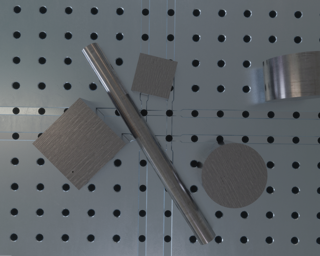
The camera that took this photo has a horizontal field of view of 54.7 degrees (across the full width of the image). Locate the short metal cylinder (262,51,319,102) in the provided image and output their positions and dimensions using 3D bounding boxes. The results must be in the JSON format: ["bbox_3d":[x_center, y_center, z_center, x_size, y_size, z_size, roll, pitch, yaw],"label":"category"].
[{"bbox_3d":[0.172,-0.062,0.387,0.081,0.080,0.050,-4,90,0],"label":"short metal cylinder"}]

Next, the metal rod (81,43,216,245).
[{"bbox_3d":[-0.015,0.021,0.413,0.025,0.025,0.299,-32,90,0],"label":"metal rod"}]

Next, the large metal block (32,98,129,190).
[{"bbox_3d":[-0.098,0.019,0.400,0.080,0.050,0.080,-45,90,0],"label":"large metal block"}]

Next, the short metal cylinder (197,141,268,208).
[{"bbox_3d":[0.091,0.058,0.402,0.081,0.050,0.079,0,90,0],"label":"short metal cylinder"}]

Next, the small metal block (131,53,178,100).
[{"bbox_3d":[-0.007,-0.068,0.413,0.050,0.025,0.050,14,90,0],"label":"small metal block"}]
